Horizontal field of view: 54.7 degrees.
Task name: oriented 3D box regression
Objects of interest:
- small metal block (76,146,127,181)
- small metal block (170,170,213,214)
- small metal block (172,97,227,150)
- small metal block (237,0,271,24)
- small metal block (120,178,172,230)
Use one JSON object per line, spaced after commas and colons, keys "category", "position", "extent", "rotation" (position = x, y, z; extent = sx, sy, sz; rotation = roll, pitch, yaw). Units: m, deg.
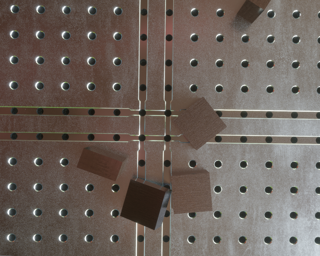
{"category": "small metal block", "position": [-0.073, 0.044, 0.400], "extent": [0.050, 0.050, 0.025], "rotation": [20, 90, -1]}
{"category": "small metal block", "position": [0.041, 0.085, 0.414], "extent": [0.050, 0.025, 0.050], "rotation": [-5, 90, -1]}
{"category": "small metal block", "position": [0.052, -0.006, 0.414], "extent": [0.050, 0.025, 0.050], "rotation": [-38, 91, 0]}
{"category": "small metal block", "position": [0.130, -0.172, 0.403], "extent": [0.025, 0.050, 0.050], "rotation": [33, 90, -1]}
{"category": "small metal block", "position": [-0.018, 0.098, 0.405], "extent": [0.050, 0.025, 0.050], "rotation": [16, 90, 21]}
